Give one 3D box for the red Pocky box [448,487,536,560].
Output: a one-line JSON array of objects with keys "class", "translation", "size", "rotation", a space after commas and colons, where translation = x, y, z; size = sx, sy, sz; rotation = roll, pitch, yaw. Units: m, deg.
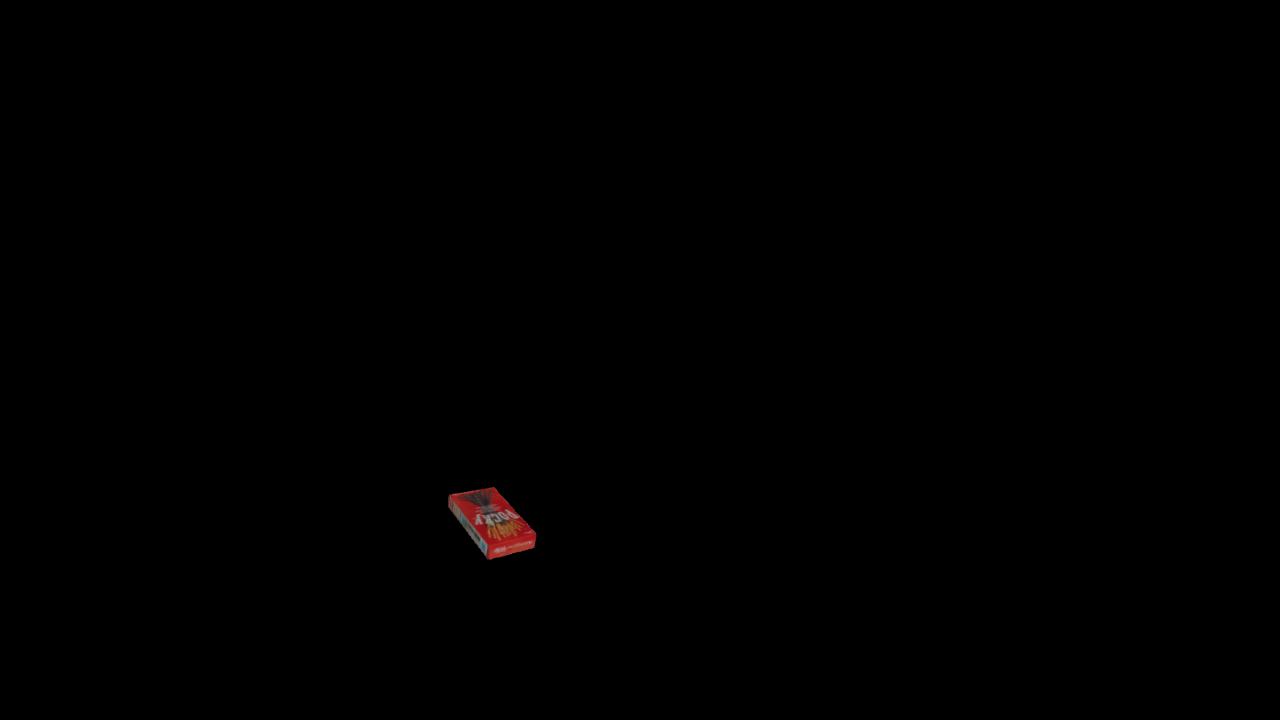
[{"class": "red Pocky box", "translation": [-0.237, 0.256, 0.982], "size": [0.083, 0.028, 0.155], "rotation": [-2, 21, -41]}]
